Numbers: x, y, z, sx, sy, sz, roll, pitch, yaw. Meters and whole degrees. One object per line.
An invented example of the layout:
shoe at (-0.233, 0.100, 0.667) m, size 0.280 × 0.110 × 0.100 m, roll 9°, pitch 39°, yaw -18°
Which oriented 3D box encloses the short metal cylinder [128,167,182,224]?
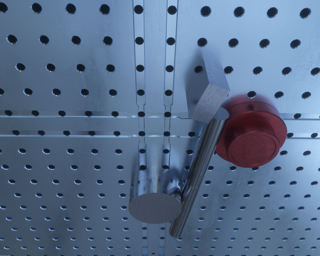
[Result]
short metal cylinder at (-0.007, 0.106, 0.486) m, size 0.081 × 0.050 × 0.079 m, roll 0°, pitch 130°, yaw 0°

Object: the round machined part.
round machined part at (0.121, 0.016, 0.416) m, size 0.099 × 0.042 × 0.097 m, roll -1°, pitch 130°, yaw 0°

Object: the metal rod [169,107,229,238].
metal rod at (0.050, 0.087, 0.473) m, size 0.025 × 0.025 × 0.298 m, roll 6°, pitch 134°, yaw -5°

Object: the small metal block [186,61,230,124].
small metal block at (0.054, -0.042, 0.361) m, size 0.025 × 0.050 × 0.050 m, roll 17°, pitch 128°, yaw -14°
